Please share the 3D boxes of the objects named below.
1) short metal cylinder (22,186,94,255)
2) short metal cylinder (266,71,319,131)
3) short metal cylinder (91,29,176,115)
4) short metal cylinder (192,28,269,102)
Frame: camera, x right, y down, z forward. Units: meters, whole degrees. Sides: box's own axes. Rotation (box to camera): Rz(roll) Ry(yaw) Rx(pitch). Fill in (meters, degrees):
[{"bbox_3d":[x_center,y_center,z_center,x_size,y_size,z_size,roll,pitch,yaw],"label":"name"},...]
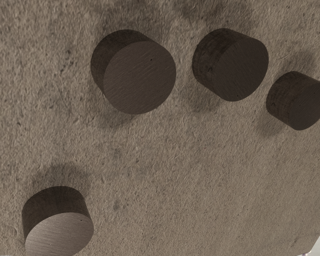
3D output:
[{"bbox_3d":[-0.131,0.122,0.395,0.081,0.050,0.079,-14,125,-21],"label":"short metal cylinder"},{"bbox_3d":[0.216,-0.043,0.485,0.081,0.050,0.079,-14,125,-21],"label":"short metal cylinder"},{"bbox_3d":[-0.029,-0.061,0.338,0.081,0.050,0.079,-14,125,-21],"label":"short metal cylinder"},{"bbox_3d":[0.088,-0.080,0.391,0.081,0.050,0.079,-14,124,-21],"label":"short metal cylinder"}]
